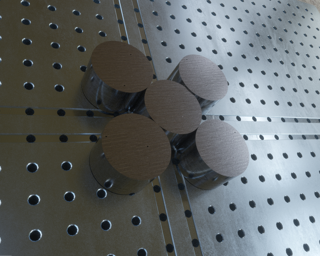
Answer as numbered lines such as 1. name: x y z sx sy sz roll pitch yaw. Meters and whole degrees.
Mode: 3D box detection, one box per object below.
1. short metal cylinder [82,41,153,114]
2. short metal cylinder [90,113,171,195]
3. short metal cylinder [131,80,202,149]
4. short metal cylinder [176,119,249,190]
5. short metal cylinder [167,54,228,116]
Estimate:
1. short metal cylinder: -0.056 -0.065 0.402 0.081 0.050 0.080 14 56 -21
2. short metal cylinder: -0.034 0.030 0.355 0.081 0.050 0.080 14 56 -21
3. short metal cylinder: 0.007 -0.016 0.407 0.081 0.050 0.080 14 56 -21
4. short metal cylinder: 0.069 0.035 0.409 0.081 0.050 0.080 14 56 -21
5. short metal cylinder: 0.052 -0.061 0.456 0.081 0.050 0.080 14 56 -21
